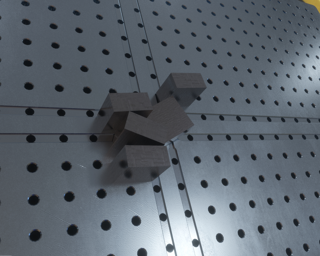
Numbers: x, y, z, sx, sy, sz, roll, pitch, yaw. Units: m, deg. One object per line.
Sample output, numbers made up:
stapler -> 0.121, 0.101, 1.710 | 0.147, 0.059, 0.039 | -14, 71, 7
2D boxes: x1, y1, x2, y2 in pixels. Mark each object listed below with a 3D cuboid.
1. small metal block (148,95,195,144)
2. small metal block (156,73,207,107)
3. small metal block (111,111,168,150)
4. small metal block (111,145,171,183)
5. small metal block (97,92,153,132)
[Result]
small metal block -> 0.008, -0.008, 0.413 | 0.050, 0.025, 0.050 | -31, 79, -25
small metal block -> 0.030, -0.054, 0.443 | 0.050, 0.050, 0.025 | -5, 64, -31
small metal block -> -0.025, 0.011, 0.373 | 0.050, 0.050, 0.025 | 22, 54, -16
small metal block -> -0.023, 0.042, 0.355 | 0.050, 0.050, 0.025 | 3, 61, -27
small metal block -> -0.044, -0.019, 0.381 | 0.050, 0.050, 0.025 | -5, 64, -31
